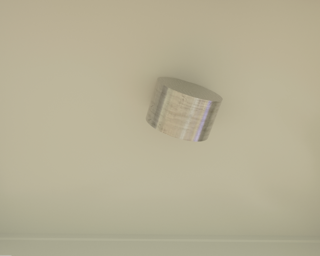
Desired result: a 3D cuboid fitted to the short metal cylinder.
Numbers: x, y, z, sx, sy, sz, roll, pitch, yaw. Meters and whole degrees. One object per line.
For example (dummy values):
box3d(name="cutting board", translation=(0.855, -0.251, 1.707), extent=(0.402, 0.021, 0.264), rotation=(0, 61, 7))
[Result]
box3d(name="short metal cylinder", translation=(0.028, -0.024, 0.373), extent=(0.080, 0.080, 0.050), rotation=(15, 109, -6))
